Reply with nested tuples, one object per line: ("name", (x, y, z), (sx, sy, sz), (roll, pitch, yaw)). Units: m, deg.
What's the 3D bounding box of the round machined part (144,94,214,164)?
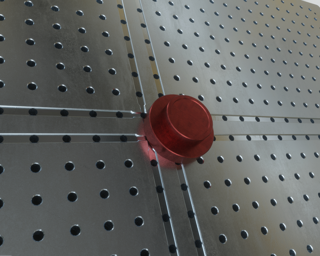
("round machined part", (0.031, -0.005, 0.417), (0.099, 0.042, 0.098), (13, 56, -21))
